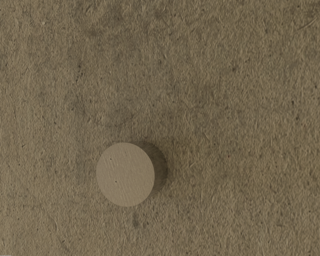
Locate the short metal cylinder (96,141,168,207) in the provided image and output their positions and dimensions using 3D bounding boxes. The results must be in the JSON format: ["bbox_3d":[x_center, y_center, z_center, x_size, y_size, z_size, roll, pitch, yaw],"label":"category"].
[{"bbox_3d":[-0.036,0.058,0.409,0.080,0.050,0.080,0,90,20],"label":"short metal cylinder"}]
